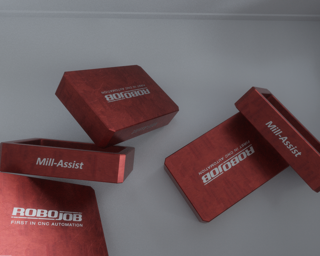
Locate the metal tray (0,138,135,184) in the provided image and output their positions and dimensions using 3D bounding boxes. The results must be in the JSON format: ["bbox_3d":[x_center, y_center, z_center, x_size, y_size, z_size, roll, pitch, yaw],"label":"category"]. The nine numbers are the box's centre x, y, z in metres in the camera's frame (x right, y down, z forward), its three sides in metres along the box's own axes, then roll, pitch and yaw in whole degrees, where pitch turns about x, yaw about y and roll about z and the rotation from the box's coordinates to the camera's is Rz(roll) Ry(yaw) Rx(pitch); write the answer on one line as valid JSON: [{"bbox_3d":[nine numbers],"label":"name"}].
[{"bbox_3d":[-0.100,0.035,0.359,0.131,0.090,0.030,5,92,2],"label":"metal tray"}]

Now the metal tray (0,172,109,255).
[{"bbox_3d":[-0.119,0.097,0.311,0.030,0.131,0.090,-40,52,24],"label":"metal tray"}]

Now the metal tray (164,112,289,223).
[{"bbox_3d":[0.082,0.046,0.390,0.131,0.030,0.090,-31,73,-11],"label":"metal tray"}]

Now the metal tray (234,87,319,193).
[{"bbox_3d":[0.155,0.008,0.373,0.030,0.090,0.130,-46,73,24],"label":"metal tray"}]

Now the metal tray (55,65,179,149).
[{"bbox_3d":[-0.046,-0.033,0.376,0.090,0.030,0.131,48,35,15],"label":"metal tray"}]
